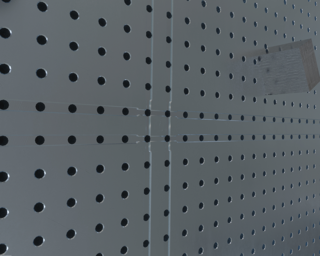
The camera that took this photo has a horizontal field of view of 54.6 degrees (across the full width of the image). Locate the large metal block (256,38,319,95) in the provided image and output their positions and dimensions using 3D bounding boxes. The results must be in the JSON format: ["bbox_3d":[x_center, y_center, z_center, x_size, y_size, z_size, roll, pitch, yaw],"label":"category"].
[{"bbox_3d":[0.236,-0.110,0.569,0.050,0.080,0.080,-35,112,-34],"label":"large metal block"}]
